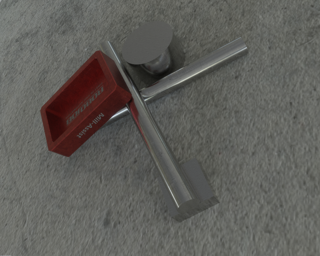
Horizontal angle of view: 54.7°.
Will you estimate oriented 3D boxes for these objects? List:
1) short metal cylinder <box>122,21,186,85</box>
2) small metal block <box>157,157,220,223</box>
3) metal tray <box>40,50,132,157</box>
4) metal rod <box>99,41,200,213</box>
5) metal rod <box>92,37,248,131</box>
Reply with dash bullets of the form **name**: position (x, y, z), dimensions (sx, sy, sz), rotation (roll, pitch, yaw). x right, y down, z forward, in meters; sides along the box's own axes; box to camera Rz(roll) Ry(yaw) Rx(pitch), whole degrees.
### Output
- **short metal cylinder**: position (-0.009, -0.111, 0.459), dimensions (0.080, 0.050, 0.080), rotation (-13, 56, 20)
- **small metal block**: position (0.031, 0.069, 0.345), dimensions (0.050, 0.025, 0.050), rotation (-29, 52, 9)
- **metal tray**: position (-0.106, -0.034, 0.427), dimensions (0.130, 0.030, 0.090), rotation (-41, 50, 15)
- **metal rod**: position (-0.028, -0.025, 0.402), dimensions (0.025, 0.025, 0.300), rotation (-34, 52, 6)
- **metal rod**: position (-0.020, -0.045, 0.442), dimensions (0.301, 0.025, 0.025), rotation (-26, 53, 11)
